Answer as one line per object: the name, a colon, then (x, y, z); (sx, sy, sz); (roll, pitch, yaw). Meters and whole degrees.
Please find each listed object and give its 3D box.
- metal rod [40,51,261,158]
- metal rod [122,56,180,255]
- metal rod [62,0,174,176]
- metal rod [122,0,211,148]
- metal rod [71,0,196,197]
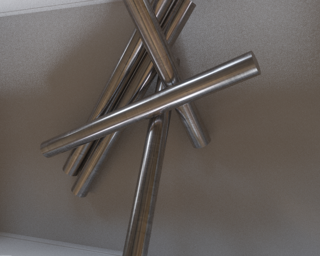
metal rod: (-0.033, -0.017, 0.366); (0.300, 0.025, 0.025); (-20, 83, 27)
metal rod: (-0.011, 0.047, 0.350); (0.025, 0.025, 0.299); (2, 66, 19)
metal rod: (-0.057, -0.055, 0.402); (0.025, 0.025, 0.298); (38, 112, 15)
metal rod: (-0.010, -0.104, 0.336); (0.025, 0.025, 0.299); (-19, 114, 19)
metal rod: (-0.043, -0.029, 0.408); (0.025, 0.025, 0.298); (36, 107, 16)
